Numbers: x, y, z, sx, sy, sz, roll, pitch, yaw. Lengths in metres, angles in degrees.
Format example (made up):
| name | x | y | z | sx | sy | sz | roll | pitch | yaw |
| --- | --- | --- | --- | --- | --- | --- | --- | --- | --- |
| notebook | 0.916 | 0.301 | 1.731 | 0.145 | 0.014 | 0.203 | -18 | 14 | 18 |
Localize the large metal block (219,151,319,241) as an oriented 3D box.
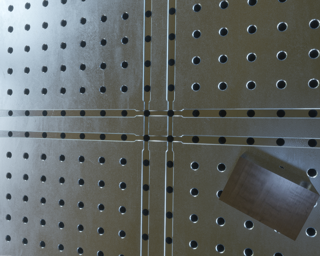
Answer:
| name | x | y | z | sx | sy | sz | roll | pitch | yaw |
| --- | --- | --- | --- | --- | --- | --- | --- | --- | --- |
| large metal block | 0.119 | 0.068 | 0.342 | 0.080 | 0.080 | 0.050 | 27 | 99 | 18 |
